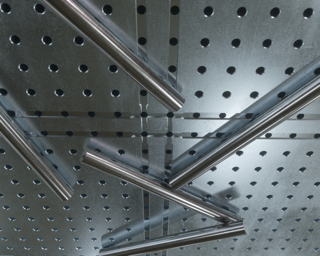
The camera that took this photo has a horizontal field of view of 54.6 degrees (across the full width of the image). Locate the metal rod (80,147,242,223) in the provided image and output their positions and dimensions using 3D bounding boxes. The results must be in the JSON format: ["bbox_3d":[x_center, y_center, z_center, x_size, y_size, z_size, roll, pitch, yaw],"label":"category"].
[{"bbox_3d":[0.015,0.103,0.499,0.301,0.025,0.025,28,125,-22],"label":"metal rod"}]

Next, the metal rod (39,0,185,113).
[{"bbox_3d":[-0.082,-0.112,0.315,0.025,0.025,0.301,-36,122,27],"label":"metal rod"}]

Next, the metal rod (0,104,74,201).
[{"bbox_3d":[-0.201,0.000,0.409,0.025,0.025,0.299,-15,129,12],"label":"metal rod"}]

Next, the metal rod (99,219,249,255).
[{"bbox_3d":[0.013,0.211,0.572,0.300,0.025,0.025,-20,128,23],"label":"metal rod"}]

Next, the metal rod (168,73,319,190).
[{"bbox_3d":[0.125,0.003,0.414,0.025,0.025,0.299,36,122,-26],"label":"metal rod"}]
